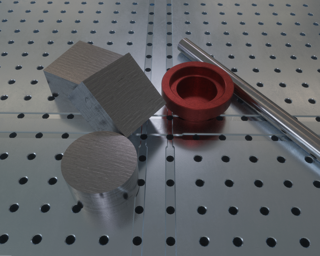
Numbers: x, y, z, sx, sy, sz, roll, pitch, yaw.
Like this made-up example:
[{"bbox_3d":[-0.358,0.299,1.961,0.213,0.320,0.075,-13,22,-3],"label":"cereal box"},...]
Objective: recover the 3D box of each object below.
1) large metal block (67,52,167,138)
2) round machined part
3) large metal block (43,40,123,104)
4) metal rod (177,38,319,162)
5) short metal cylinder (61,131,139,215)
[{"bbox_3d":[-0.052,-0.035,0.390,0.080,0.050,0.080,53,52,-9],"label":"large metal block"},{"bbox_3d":[0.051,-0.047,0.436,0.099,0.042,0.098,0,50,0],"label":"round machined part"},{"bbox_3d":[-0.106,-0.076,0.454,0.080,0.050,0.080,22,54,18],"label":"large metal block"},{"bbox_3d":[0.128,-0.049,0.449,0.025,0.025,0.300,-29,56,-22],"label":"metal rod"},{"bbox_3d":[-0.065,0.050,0.349,0.081,0.050,0.080,0,50,0],"label":"short metal cylinder"}]
